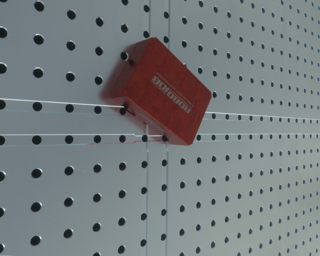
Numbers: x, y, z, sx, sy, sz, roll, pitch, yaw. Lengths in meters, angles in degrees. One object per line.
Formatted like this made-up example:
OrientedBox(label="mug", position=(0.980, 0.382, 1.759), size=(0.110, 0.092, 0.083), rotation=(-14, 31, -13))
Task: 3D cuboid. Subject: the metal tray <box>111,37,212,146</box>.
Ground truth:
OrientedBox(label="metal tray", position=(0.008, -0.045, 0.415), size=(0.130, 0.030, 0.090), rotation=(38, 67, -34))
